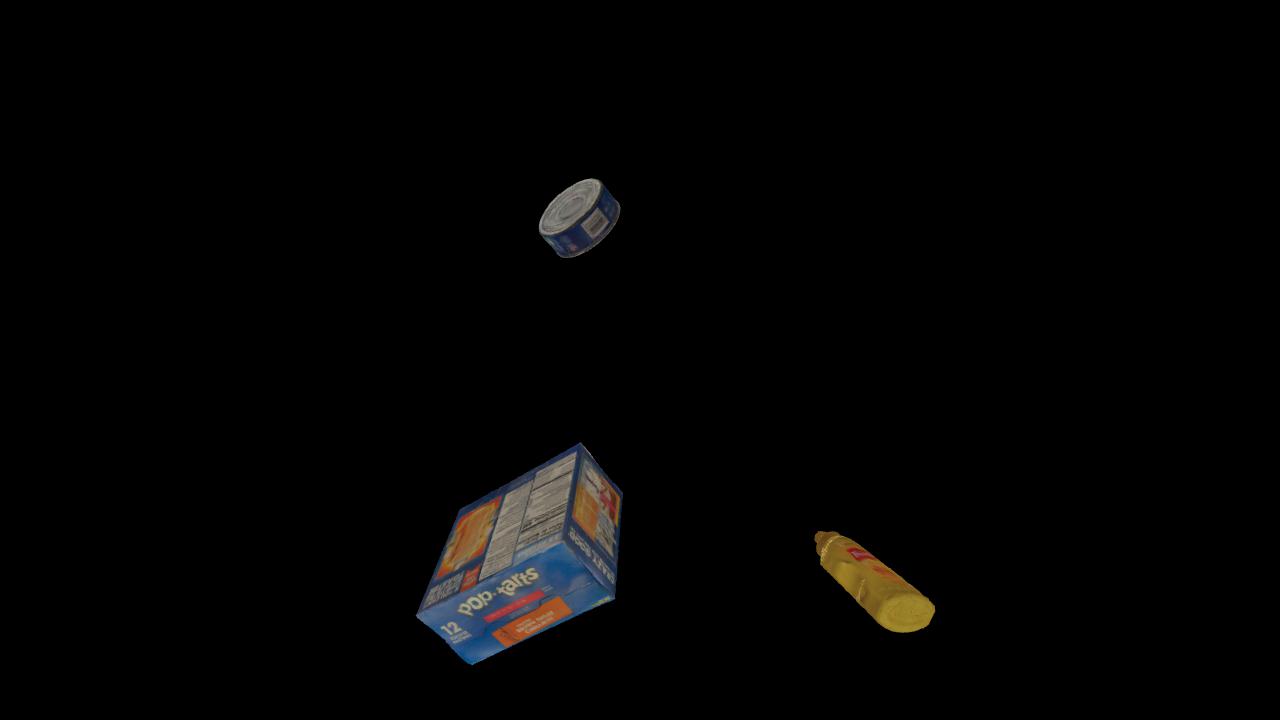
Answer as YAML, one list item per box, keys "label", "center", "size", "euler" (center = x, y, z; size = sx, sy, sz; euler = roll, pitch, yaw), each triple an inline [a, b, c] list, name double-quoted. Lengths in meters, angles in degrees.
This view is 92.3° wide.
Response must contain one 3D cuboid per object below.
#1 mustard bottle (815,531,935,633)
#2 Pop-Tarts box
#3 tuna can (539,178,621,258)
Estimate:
- label: "mustard bottle"
  center: [0.292, 0.282, 0.820]
  size: [0.092, 0.054, 0.184]
  euler: [9, 12, -22]
- label: "Pop-Tarts box"
  center: [-0.107, 0.183, 0.594]
  size: [0.167, 0.083, 0.141]
  euler: [-31, 22, 16]
- label: "tuna can"
  center: [-0.064, -0.147, 0.636]
  size: [0.084, 0.084, 0.034]
  euler: [0, -35, 41]
